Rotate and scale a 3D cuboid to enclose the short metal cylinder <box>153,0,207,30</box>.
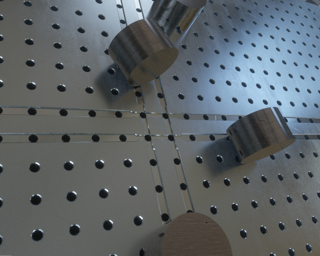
[{"bbox_3d":[0.034,-0.221,0.545,0.081,0.050,0.080,14,56,-21],"label":"short metal cylinder"}]

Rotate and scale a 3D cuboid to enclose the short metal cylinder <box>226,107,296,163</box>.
[{"bbox_3d":[0.143,0.012,0.442,0.081,0.080,0.050,-8,66,-32],"label":"short metal cylinder"}]

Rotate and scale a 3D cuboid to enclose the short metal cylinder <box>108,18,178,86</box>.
[{"bbox_3d":[-0.022,-0.101,0.422,0.081,0.080,0.050,-25,75,-37],"label":"short metal cylinder"}]

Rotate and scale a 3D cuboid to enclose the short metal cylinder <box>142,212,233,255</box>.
[{"bbox_3d":[0.028,0.135,0.325,0.081,0.050,0.080,14,56,-21],"label":"short metal cylinder"}]
